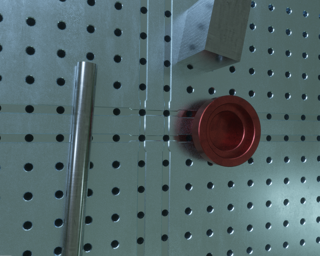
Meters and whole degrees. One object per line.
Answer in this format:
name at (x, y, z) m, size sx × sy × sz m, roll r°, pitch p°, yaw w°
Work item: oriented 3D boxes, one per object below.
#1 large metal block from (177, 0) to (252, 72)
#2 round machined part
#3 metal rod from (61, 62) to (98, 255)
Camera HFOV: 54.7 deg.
large metal block at (0.069, -0.125, 0.410) m, size 0.050 × 0.080 × 0.080 m, roll 13°, pitch 86°, yaw -20°
round machined part at (0.089, 0.004, 0.438) m, size 0.099 × 0.042 × 0.097 m, roll 0°, pitch 90°, yaw -21°
metal rod at (-0.100, 0.070, 0.376) m, size 0.025 × 0.025 × 0.298 m, roll 5°, pitch 88°, yaw -20°
